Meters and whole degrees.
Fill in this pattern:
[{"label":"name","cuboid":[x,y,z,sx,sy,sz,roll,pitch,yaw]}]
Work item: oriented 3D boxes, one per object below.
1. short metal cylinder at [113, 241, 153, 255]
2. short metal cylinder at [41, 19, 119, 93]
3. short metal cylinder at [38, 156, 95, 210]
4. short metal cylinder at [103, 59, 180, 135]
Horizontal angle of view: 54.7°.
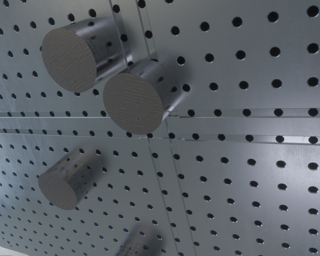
[{"label":"short metal cylinder","cuboid":[-0.054,0.263,0.586,0.080,0.050,0.079,13,124,21]},{"label":"short metal cylinder","cuboid":[-0.100,-0.091,0.391,0.080,0.050,0.079,13,124,21]},{"label":"short metal cylinder","cuboid":[-0.162,0.096,0.540,0.080,0.050,0.079,13,124,21]},{"label":"short metal cylinder","cuboid":[-0.022,-0.038,0.383,0.080,0.050,0.079,13,124,21]}]
